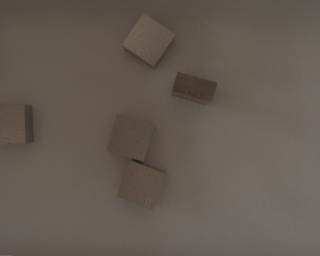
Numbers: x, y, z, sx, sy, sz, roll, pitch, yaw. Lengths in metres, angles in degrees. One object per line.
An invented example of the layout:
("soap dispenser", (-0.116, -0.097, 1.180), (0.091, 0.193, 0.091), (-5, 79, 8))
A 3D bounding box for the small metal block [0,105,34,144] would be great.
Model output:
("small metal block", (-0.198, -0.004, 0.410), (0.050, 0.025, 0.050), (-2, 90, 0))

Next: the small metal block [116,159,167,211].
("small metal block", (-0.023, 0.074, 0.411), (0.050, 0.025, 0.050), (22, 90, 0))

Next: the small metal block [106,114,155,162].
("small metal block", (-0.038, 0.013, 0.411), (0.050, 0.025, 0.050), (16, 90, 0))

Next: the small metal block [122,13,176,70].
("small metal block", (-0.015, -0.114, 0.411), (0.050, 0.025, 0.050), (34, 90, 0))

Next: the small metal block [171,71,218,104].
("small metal block", (0.042, -0.050, 0.399), (0.050, 0.050, 0.025), (16, 90, 0))
